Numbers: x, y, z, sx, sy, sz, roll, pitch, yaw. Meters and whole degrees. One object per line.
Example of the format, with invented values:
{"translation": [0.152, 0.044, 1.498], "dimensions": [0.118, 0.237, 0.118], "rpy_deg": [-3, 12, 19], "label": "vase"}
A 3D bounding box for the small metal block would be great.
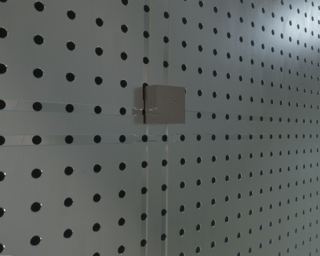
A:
{"translation": [0.007, -0.031, 0.417], "dimensions": [0.050, 0.025, 0.050], "rpy_deg": [-1, 91, -40], "label": "small metal block"}
